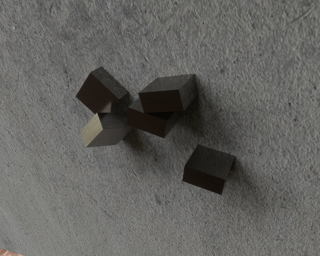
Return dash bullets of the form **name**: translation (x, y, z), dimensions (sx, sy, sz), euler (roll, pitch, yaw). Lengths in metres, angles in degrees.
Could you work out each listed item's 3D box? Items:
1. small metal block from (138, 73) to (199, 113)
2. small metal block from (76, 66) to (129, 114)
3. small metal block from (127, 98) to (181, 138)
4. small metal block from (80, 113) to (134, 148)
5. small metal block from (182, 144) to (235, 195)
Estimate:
- **small metal block**: translation (0.011, -0.041, 0.360), dimensions (0.050, 0.050, 0.025), euler (-1, 118, 28)
- **small metal block**: translation (-0.079, -0.046, 0.420), dimensions (0.050, 0.025, 0.050), euler (43, 129, -2)
- **small metal block**: translation (-0.006, -0.018, 0.383), dimensions (0.050, 0.050, 0.025), euler (20, 127, 16)
- **small metal block**: translation (-0.073, 0.003, 0.427), dimensions (0.050, 0.050, 0.025), euler (-40, 64, 39)
- **small metal block**: translation (0.062, 0.051, 0.390), dimensions (0.050, 0.050, 0.025), euler (17, 125, 18)
